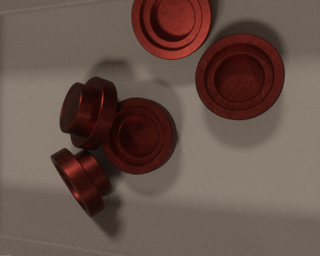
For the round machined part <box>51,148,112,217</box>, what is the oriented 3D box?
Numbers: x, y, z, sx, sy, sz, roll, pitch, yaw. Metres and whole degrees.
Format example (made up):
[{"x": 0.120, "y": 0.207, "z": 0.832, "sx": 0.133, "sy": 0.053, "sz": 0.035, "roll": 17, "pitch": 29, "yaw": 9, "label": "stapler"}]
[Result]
[{"x": -0.102, "y": 0.067, "z": 0.417, "sx": 0.042, "sy": 0.098, "sz": 0.098, "roll": -33, "pitch": 77, "yaw": -24, "label": "round machined part"}]

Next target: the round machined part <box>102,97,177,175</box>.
[{"x": -0.024, "y": 0.010, "z": 0.409, "sx": 0.098, "sy": 0.042, "sz": 0.097, "roll": 0, "pitch": 90, "yaw": 19, "label": "round machined part"}]

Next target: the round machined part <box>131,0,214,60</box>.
[{"x": 0.018, "y": -0.137, "z": 0.384, "sx": 0.098, "sy": 0.042, "sz": 0.097, "roll": 6, "pitch": 112, "yaw": 16, "label": "round machined part"}]

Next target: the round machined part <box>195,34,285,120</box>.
[{"x": 0.095, "y": -0.058, "z": 0.368, "sx": 0.098, "sy": 0.042, "sz": 0.097, "roll": 0, "pitch": 90, "yaw": 19, "label": "round machined part"}]

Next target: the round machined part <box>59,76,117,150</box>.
[{"x": -0.099, "y": -0.022, "z": 0.409, "sx": 0.098, "sy": 0.042, "sz": 0.098, "roll": -27, "pitch": 55, "yaw": 47, "label": "round machined part"}]
